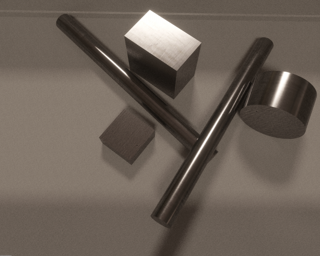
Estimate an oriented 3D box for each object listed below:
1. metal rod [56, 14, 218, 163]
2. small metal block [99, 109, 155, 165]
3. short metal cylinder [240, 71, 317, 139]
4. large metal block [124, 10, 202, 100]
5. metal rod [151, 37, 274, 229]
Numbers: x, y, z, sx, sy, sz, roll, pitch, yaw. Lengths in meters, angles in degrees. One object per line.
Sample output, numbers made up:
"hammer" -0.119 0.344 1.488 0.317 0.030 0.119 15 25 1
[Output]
"metal rod" -0.040 -0.061 0.431 0.025 0.025 0.300 -43 76 -14
"small metal block" -0.042 0.012 0.405 0.050 0.025 0.050 35 73 11
"short metal cylinder" 0.149 -0.028 0.392 0.080 0.080 0.050 24 72 8
"large metal block" 0.003 -0.095 0.415 0.080 0.080 0.050 36 74 12
"metal rod" 0.078 -0.012 0.393 0.025 0.025 0.301 30 64 10
